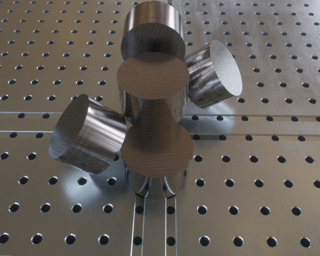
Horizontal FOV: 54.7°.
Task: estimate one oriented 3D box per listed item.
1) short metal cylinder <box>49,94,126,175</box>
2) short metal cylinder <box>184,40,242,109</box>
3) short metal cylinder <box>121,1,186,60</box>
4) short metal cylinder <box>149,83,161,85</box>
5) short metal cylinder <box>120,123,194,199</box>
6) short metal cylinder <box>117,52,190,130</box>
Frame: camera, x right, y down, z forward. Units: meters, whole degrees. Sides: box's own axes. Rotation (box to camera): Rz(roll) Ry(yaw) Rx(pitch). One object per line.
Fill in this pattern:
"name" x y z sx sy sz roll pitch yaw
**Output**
"short metal cylinder" -0.084 0.008 0.357 0.050 0.080 0.080 31 40 -33
"short metal cylinder" 0.070 -0.072 0.424 0.050 0.080 0.080 -22 39 36
"short metal cylinder" -0.008 -0.114 0.401 0.081 0.080 0.050 0 50 0
"short metal cylinder" -0.006 -0.069 0.449 0.081 0.050 0.080 0 51 0
"short metal cylinder" -0.003 0.035 0.361 0.081 0.050 0.080 0 51 0
"short metal cylinder" -0.008 -0.044 0.362 0.081 0.050 0.080 0 50 0
